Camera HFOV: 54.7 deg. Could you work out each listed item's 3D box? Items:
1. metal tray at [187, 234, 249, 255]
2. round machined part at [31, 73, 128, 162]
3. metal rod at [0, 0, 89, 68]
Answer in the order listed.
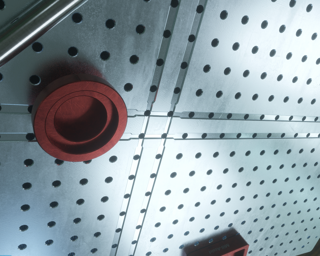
[{"bbox_3d":[0.118,0.281,0.645,0.131,0.030,0.089,-12,124,-22],"label":"metal tray"},{"bbox_3d":[-0.089,-0.014,0.342,0.099,0.042,0.097,-14,124,-21],"label":"round machined part"},{"bbox_3d":[-0.120,-0.094,0.287,0.301,0.025,0.025,-39,129,-2],"label":"metal rod"}]
